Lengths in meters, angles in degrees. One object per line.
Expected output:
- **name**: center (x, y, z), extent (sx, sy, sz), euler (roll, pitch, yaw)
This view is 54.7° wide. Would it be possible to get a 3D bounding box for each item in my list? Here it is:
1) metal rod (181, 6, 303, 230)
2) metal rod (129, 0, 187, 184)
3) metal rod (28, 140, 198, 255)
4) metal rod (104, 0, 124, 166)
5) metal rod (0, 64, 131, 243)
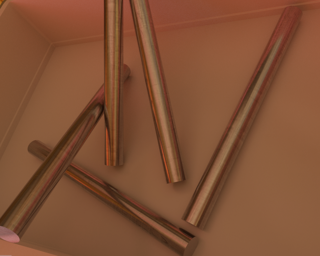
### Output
- **metal rod**: center (0.104, -0.025, 0.365), extent (0.025, 0.025, 0.300), euler (18, 71, 34)
- **metal rod**: center (-0.010, -0.082, 0.384), extent (0.025, 0.025, 0.298), euler (-15, 80, 19)
- **metal rod**: center (-0.082, 0.076, 0.400), extent (0.300, 0.025, 0.025), euler (22, 73, 35)
- **metal rod**: center (-0.060, -0.101, 0.400), extent (0.025, 0.025, 0.298), euler (3, 95, 29)
- **metal rod**: center (-0.096, 0.000, 0.381), extent (0.025, 0.025, 0.301), euler (-8, 35, 24)
